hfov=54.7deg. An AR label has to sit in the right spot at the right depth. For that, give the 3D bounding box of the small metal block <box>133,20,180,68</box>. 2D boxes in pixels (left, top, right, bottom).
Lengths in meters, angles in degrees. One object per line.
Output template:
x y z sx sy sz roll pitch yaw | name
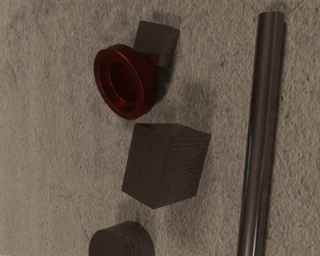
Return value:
-0.007 -0.110 0.409 0.050 0.025 0.050 25 105 37 | small metal block

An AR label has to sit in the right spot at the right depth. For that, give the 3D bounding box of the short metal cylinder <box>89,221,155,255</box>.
-0.054 0.176 0.431 0.080 0.050 0.079 0 90 39 | short metal cylinder

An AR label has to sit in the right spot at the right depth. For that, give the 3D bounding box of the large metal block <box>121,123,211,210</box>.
0.009 0.040 0.360 0.050 0.081 0.079 20 103 38 | large metal block

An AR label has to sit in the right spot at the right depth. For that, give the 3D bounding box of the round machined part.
-0.040 -0.063 0.408 0.098 0.042 0.097 29 135 33 | round machined part

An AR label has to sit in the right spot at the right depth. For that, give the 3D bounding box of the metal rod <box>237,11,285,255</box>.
0.101 0.035 0.320 0.025 0.025 0.298 7 94 39 | metal rod
